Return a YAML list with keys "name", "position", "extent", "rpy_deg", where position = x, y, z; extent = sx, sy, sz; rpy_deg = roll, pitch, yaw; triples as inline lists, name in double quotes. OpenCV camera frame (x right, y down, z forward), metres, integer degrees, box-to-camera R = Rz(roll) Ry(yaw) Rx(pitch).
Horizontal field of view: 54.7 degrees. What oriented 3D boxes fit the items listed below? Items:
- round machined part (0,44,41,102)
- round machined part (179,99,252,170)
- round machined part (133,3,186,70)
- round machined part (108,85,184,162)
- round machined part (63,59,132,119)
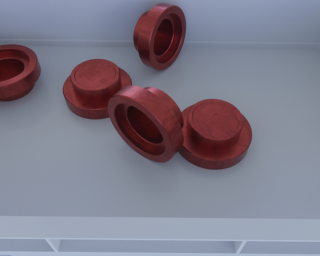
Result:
- name: "round machined part"
  position: [-0.226, -0.077, 0.456]
  extent: [0.099, 0.042, 0.098]
  rpy_deg: [0, 50, 0]
- name: "round machined part"
  position: [0.068, 0.001, 0.394]
  extent: [0.099, 0.042, 0.098]
  rpy_deg: [0, 50, 0]
- name: "round machined part"
  position: [-0.004, -0.142, 0.478]
  extent: [0.042, 0.097, 0.098]
  rpy_deg: [25, 54, 26]
- name: "round machined part"
  position: [-0.012, -0.009, 0.366]
  extent: [0.098, 0.097, 0.042]
  rpy_deg: [31, 57, 23]
- name: "round machined part"
  position: [-0.090, -0.062, 0.445]
  extent: [0.099, 0.042, 0.098]
  rpy_deg: [0, 50, 0]
